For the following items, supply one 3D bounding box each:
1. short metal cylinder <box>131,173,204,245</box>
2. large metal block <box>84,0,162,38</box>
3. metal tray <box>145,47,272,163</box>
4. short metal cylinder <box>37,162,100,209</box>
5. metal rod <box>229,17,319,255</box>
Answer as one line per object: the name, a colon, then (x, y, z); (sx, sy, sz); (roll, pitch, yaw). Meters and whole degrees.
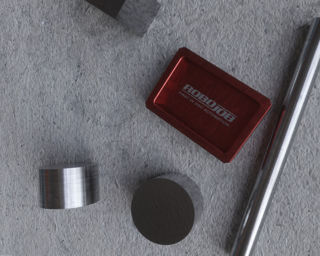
short metal cylinder: (0.011, 0.099, 0.392); (0.080, 0.050, 0.080); (0, 90, 20)
large metal block: (-0.056, -0.168, 0.399); (0.080, 0.080, 0.050); (36, 102, 16)
metal tray: (0.058, -0.029, 0.385); (0.130, 0.030, 0.090); (36, 101, 16)
short metal cylinder: (-0.124, 0.076, 0.424); (0.080, 0.080, 0.050); (-3, 89, 20)
metal rod: (0.138, 0.023, 0.360); (0.025, 0.025, 0.298); (19, 96, 19)
